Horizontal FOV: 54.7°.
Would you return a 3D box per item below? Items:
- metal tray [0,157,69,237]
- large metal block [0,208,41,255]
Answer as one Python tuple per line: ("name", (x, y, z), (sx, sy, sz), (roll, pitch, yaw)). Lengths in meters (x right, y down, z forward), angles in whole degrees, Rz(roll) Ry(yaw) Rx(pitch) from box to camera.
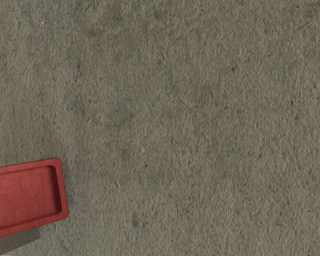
("metal tray", (-0.200, 0.096, 0.426), (0.030, 0.131, 0.090), (-15, 84, 52))
("large metal block", (-0.236, 0.141, 0.459), (0.050, 0.080, 0.080), (-19, 84, 29))
